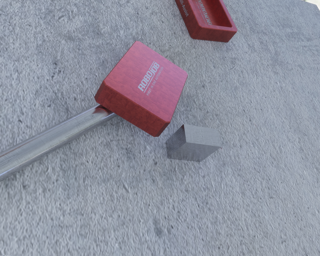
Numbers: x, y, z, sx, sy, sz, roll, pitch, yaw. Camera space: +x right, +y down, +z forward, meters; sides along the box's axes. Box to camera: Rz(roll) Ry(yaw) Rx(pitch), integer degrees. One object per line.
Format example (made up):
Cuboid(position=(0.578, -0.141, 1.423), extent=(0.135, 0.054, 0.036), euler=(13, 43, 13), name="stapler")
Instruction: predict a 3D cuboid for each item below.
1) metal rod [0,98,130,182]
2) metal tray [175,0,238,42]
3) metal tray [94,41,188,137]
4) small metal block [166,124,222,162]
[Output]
Cuboid(position=(-0.113, 0.010, 0.337), extent=(0.302, 0.025, 0.025), euler=(-34, 81, -38), name="metal rod")
Cuboid(position=(0.082, -0.224, 0.583), extent=(0.091, 0.030, 0.130), euler=(-4, 64, -31), name="metal tray")
Cuboid(position=(-0.018, -0.057, 0.409), extent=(0.090, 0.030, 0.130), euler=(32, 39, -8), name="metal tray")
Cuboid(position=(0.042, 0.021, 0.399), extent=(0.050, 0.050, 0.025), euler=(9, 58, -24), name="small metal block")
